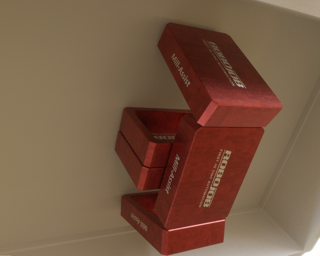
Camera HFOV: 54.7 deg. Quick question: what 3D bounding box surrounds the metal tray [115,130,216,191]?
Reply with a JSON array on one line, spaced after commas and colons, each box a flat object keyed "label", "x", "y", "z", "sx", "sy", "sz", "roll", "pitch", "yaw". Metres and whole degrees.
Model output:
[{"label": "metal tray", "x": 0.018, "y": 0.036, "z": 0.398, "sx": 0.131, "sy": 0.090, "sz": 0.030, "roll": 1, "pitch": 118, "yaw": -29}]

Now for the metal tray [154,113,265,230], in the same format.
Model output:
[{"label": "metal tray", "x": 0.052, "y": 0.049, "z": 0.345, "sx": 0.091, "sy": 0.030, "sz": 0.129, "roll": 0, "pitch": 118, "yaw": -30}]

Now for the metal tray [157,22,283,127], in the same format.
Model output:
[{"label": "metal tray", "x": 0.060, "y": -0.059, "z": 0.334, "sx": 0.091, "sy": 0.130, "sz": 0.030, "roll": 0, "pitch": 138, "yaw": -29}]

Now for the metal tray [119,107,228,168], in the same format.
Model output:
[{"label": "metal tray", "x": 0.026, "y": 0.008, "z": 0.385, "sx": 0.131, "sy": 0.090, "sz": 0.030, "roll": 1, "pitch": 118, "yaw": -29}]

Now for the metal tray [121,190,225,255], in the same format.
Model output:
[{"label": "metal tray", "x": 0.012, "y": 0.120, "z": 0.418, "sx": 0.091, "sy": 0.130, "sz": 0.030, "roll": 0, "pitch": 97, "yaw": -29}]
